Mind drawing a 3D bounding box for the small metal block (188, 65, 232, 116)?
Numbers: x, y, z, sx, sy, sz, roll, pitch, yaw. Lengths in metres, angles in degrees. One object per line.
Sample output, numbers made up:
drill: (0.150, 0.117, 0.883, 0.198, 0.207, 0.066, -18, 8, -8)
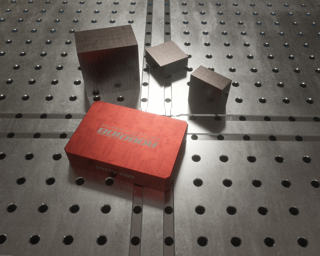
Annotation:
small metal block: (0.069, -0.053, 0.437, 0.050, 0.050, 0.025, 32, 57, 23)

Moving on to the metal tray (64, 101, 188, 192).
metal tray: (-0.039, 0.019, 0.388, 0.131, 0.030, 0.090, 14, 51, 10)

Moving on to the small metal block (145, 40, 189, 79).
small metal block: (0.011, -0.112, 0.502, 0.050, 0.025, 0.050, -23, 54, -19)

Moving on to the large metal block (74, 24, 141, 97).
large metal block: (-0.075, -0.097, 0.453, 0.081, 0.080, 0.050, -11, 51, -9)
